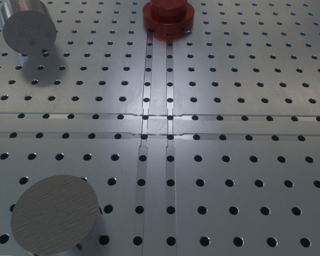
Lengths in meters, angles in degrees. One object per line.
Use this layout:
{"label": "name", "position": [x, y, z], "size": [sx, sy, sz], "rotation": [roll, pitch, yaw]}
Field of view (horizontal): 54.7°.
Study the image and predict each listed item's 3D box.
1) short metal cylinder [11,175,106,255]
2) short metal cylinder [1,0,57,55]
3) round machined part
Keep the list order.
{"label": "short metal cylinder", "position": [-0.099, 0.094, 0.311], "size": [0.080, 0.050, 0.080], "rotation": [0, 50, 0]}
{"label": "short metal cylinder", "position": [-0.218, -0.169, 0.512], "size": [0.081, 0.080, 0.050], "rotation": [-19, 53, -15]}
{"label": "round machined part", "position": [0.016, -0.223, 0.584], "size": [0.099, 0.042, 0.098], "rotation": [0, 50, 0]}
